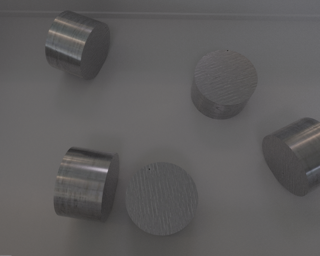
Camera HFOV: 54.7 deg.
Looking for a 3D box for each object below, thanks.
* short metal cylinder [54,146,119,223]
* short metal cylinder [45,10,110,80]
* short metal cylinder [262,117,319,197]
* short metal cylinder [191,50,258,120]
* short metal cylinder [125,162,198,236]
[{"bbox_3d":[-0.081,0.064,0.356,0.050,0.080,0.080,9,70,3],"label":"short metal cylinder"},{"bbox_3d":[-0.109,-0.111,0.420,0.050,0.080,0.080,22,72,8],"label":"short metal cylinder"},{"bbox_3d":[0.168,0.034,0.369,0.050,0.080,0.080,-25,72,-9],"label":"short metal cylinder"},{"bbox_3d":[0.084,-0.057,0.418,0.081,0.050,0.080,0,70,0],"label":"short metal cylinder"},{"bbox_3d":[0.002,0.085,0.365,0.081,0.050,0.080,0,70,0],"label":"short metal cylinder"}]
